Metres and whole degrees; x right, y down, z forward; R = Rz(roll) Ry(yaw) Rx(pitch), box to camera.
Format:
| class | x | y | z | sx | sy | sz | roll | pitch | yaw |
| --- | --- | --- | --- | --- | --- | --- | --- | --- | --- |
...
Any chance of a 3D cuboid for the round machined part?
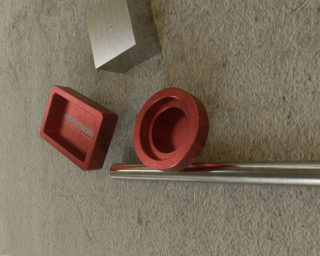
| class | x | y | z | sx | sy | sz | roll | pitch | yaw |
| --- | --- | --- | --- | --- | --- | --- | --- | --- | --- |
| round machined part | 0.017 | 0.004 | 0.370 | 0.098 | 0.042 | 0.098 | -15 | 66 | 39 |

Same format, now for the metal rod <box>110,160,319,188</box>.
| class | x | y | z | sx | sy | sz | roll | pitch | yaw |
| --- | --- | --- | --- | --- | --- | --- | --- | --- | --- |
| metal rod | 0.050 | 0.052 | 0.363 | 0.300 | 0.025 | 0.025 | -6 | 86 | 39 |

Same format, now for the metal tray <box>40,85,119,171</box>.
| class | x | y | z | sx | sy | sz | roll | pitch | yaw |
| --- | --- | --- | --- | --- | --- | --- | --- | --- | --- |
| metal tray | -0.128 | -0.003 | 0.475 | 0.130 | 0.030 | 0.089 | 28 | 105 | 34 |

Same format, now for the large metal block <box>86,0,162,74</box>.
| class | x | y | z | sx | sy | sz | roll | pitch | yaw |
| --- | --- | --- | --- | --- | --- | --- | --- | --- | --- |
| large metal block | -0.052 | -0.131 | 0.431 | 0.080 | 0.050 | 0.080 | -20 | 78 | 38 |

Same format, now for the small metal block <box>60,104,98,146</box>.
| class | x | y | z | sx | sy | sz | roll | pitch | yaw |
| --- | --- | --- | --- | --- | --- | --- | --- | --- | --- |
| small metal block | -0.137 | -0.005 | 0.518 | 0.050 | 0.025 | 0.050 | -46 | 63 | 30 |
